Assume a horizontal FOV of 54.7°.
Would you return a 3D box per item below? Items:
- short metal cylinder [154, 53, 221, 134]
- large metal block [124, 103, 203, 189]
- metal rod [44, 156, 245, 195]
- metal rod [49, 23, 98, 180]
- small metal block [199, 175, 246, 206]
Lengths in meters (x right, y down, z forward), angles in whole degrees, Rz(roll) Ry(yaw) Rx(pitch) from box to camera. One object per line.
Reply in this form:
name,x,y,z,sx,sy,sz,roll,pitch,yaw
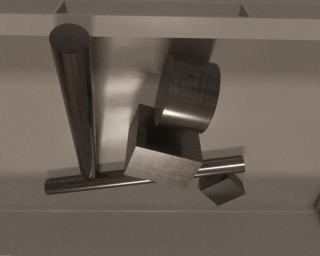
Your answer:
short metal cylinder,0.027,-0.037,0.342,0.050,0.080,0.079,11,129,-9
large metal block,0.003,0.022,0.392,0.081,0.080,0.050,15,128,-13
metal rod,-0.026,0.073,0.470,0.302,0.025,0.025,-8,130,6
metal rod,-0.082,0.004,0.332,0.025,0.025,0.299,7,155,-7
small metal block,0.098,0.092,0.489,0.050,0.025,0.050,-32,124,24
